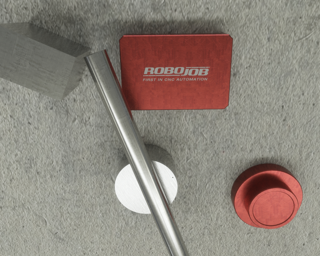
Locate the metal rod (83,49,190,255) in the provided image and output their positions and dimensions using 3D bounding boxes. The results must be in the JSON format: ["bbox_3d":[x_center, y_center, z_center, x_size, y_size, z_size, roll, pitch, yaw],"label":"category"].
[{"bbox_3d":[-0.019,0.053,0.375,0.025,0.025,0.298,-19,109,6],"label":"metal rod"}]

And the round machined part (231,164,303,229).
[{"bbox_3d":[0.155,0.103,0.441,0.099,0.042,0.097,0,110,-1],"label":"round machined part"}]

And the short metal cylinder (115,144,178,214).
[{"bbox_3d":[-0.018,0.068,0.421,0.081,0.050,0.079,0,110,-1],"label":"short metal cylinder"}]

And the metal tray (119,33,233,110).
[{"bbox_3d":[0.019,-0.069,0.382,0.131,0.030,0.089,-1,110,-1],"label":"metal tray"}]

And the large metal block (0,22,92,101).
[{"bbox_3d":[-0.132,-0.078,0.350,0.080,0.080,0.050,22,109,-8],"label":"large metal block"}]
